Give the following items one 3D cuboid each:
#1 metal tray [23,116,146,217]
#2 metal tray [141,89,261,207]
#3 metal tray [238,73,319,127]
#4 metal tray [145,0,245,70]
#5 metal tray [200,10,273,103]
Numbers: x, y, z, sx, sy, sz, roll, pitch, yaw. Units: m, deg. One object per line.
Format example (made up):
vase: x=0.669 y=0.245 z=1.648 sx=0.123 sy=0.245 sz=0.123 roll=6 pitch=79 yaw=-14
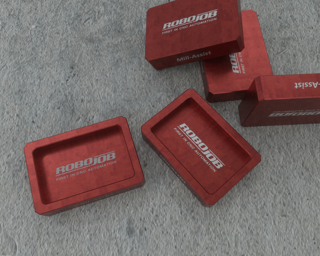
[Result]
metal tray: x=-0.093 y=0.047 z=0.387 sx=0.131 sy=0.030 sz=0.090 roll=-17 pitch=71 yaw=-6
metal tray: x=0.050 y=0.023 z=0.397 sx=0.090 sy=0.030 sz=0.130 roll=-39 pitch=75 yaw=-13
metal tray: x=0.174 y=-0.033 z=0.386 sx=0.131 sy=0.090 sz=0.030 roll=-3 pitch=70 yaw=-1
metal tray: x=0.045 y=-0.138 z=0.429 sx=0.130 sy=0.030 sz=0.090 roll=-8 pitch=68 yaw=23
metal tray: x=0.103 y=-0.105 z=0.444 sx=0.091 sy=0.030 sz=0.130 roll=-6 pitch=70 yaw=-3
